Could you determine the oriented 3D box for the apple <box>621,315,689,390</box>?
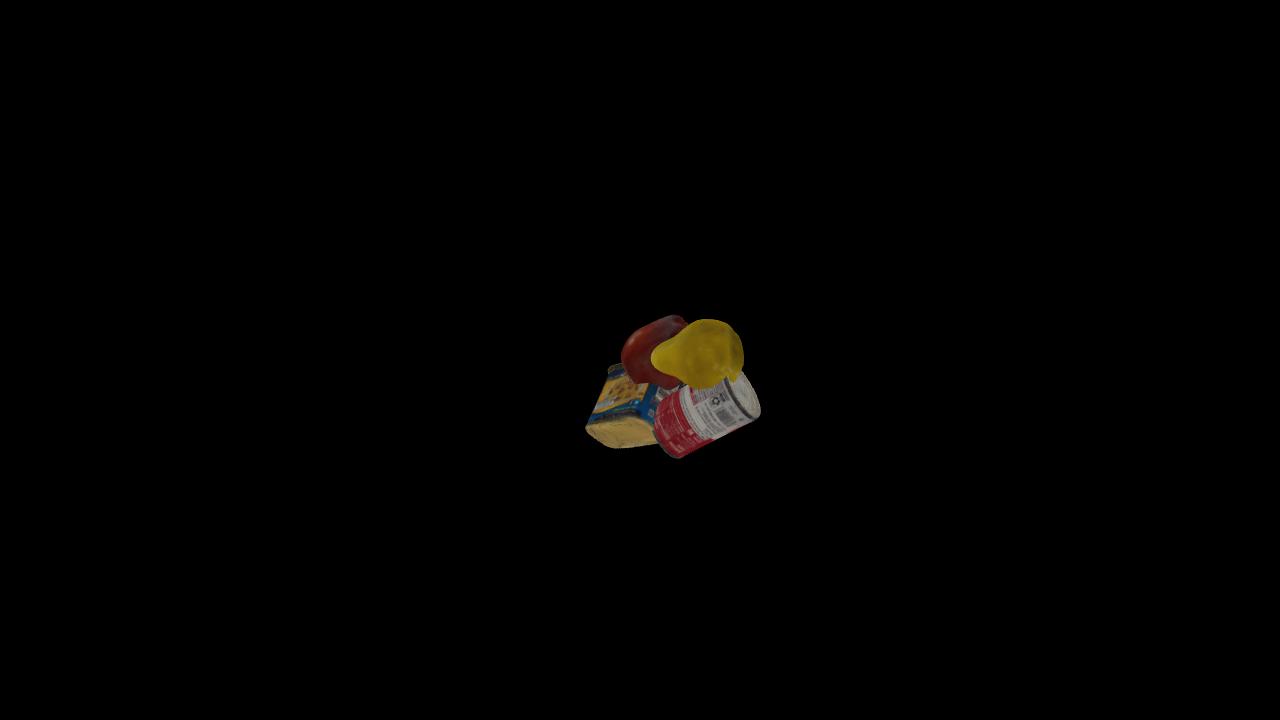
[{"bbox_3d":[0.023,-0.004,0.683,0.093,0.079,0.079,-40,-13,17],"label":"apple"}]

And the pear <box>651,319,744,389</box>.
[{"bbox_3d":[0.050,0.000,0.644,0.111,0.080,0.080,-11,-6,31],"label":"pear"}]

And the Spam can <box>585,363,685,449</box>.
[{"bbox_3d":[-0.006,0.049,0.696,0.101,0.085,0.058,-16,-49,44],"label":"Spam can"}]

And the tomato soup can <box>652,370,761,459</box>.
[{"bbox_3d":[0.068,0.053,0.650,0.101,0.068,0.068,-32,-15,25],"label":"tomato soup can"}]
